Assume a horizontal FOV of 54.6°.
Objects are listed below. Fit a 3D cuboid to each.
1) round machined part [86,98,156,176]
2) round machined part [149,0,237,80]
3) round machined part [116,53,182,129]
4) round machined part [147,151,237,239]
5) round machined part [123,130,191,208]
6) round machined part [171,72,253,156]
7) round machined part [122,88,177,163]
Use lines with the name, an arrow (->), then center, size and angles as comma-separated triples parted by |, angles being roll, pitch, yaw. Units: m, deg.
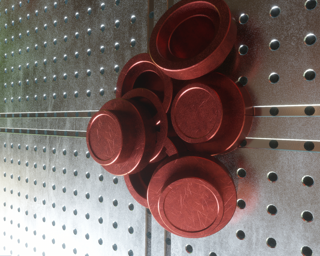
round machined part -> -0.055, 0.011, 0.390 | 0.098, 0.042, 0.097 | 0, 90, 40
round machined part -> 0.040, -0.097, 0.352 | 0.098, 0.042, 0.098 | -14, 62, 28
round machined part -> -0.010, -0.046, 0.408 | 0.098, 0.042, 0.097 | 0, 90, 40
round machined part -> 0.034, 0.078, 0.339 | 0.098, 0.042, 0.097 | 1, 103, 7
round machined part -> 0.001, 0.051, 0.398 | 0.098, 0.042, 0.097 | 0, 90, 40
round machined part -> 0.052, -0.016, 0.356 | 0.098, 0.042, 0.097 | 0, 90, 40
round machined part -> -0.015, -0.002, 0.411 | 0.098, 0.042, 0.097 | 0, 90, 40
